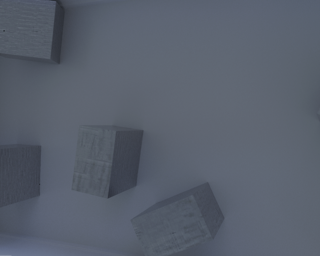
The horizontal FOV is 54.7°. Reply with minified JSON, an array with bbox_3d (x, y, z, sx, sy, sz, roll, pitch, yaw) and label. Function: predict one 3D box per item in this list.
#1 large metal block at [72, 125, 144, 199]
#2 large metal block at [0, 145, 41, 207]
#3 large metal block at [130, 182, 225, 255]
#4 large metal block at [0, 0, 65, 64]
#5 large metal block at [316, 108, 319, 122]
[{"bbox_3d":[-0.065,0.039,0.404,0.050,0.080,0.079,8,93,20],"label":"large metal block"},{"bbox_3d":[-0.227,0.067,0.461,0.050,0.080,0.080,2,91,20],"label":"large metal block"},{"bbox_3d":[0.024,0.110,0.373,0.080,0.080,0.050,-26,81,18],"label":"large metal block"},{"bbox_3d":[-0.189,-0.141,0.449,0.081,0.050,0.079,6,93,-4],"label":"large metal block"},{"bbox_3d":[0.202,-0.034,0.306,0.050,0.080,0.080,32,101,27],"label":"large metal block"}]
